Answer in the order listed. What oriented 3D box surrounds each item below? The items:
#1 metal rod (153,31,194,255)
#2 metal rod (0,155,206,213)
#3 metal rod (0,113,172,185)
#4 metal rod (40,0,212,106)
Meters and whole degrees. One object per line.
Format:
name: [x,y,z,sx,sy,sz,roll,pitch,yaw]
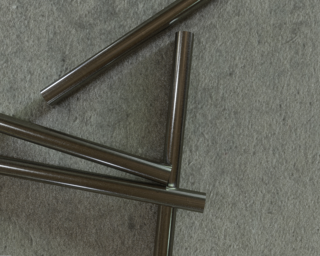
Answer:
metal rod: [0.018,0.024,0.410,0.025,0.025,0.298,6,90,-1]
metal rod: [-0.094,0.067,0.393,0.302,0.025,0.025,9,90,5]
metal rod: [-0.132,0.016,0.395,0.301,0.025,0.025,17,90,4]
metal rod: [-0.024,-0.123,0.409,0.301,0.025,0.025,-34,90,-1]
